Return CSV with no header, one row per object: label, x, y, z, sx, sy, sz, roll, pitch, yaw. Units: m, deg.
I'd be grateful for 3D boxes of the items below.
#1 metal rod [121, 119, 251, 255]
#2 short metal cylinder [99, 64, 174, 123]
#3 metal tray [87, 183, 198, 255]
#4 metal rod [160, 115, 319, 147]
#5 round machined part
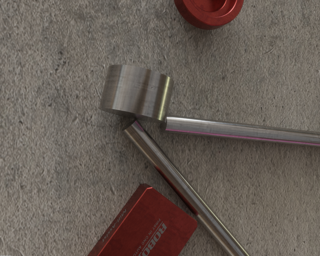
metal rod,0.053,0.109,0.429,0.025,0.025,0.300,-43,104,-15
short metal cylinder,-0.027,-0.038,0.370,0.081,0.080,0.050,13,86,-20
metal tray,-0.024,0.149,0.398,0.090,0.030,0.130,41,77,-16
metal rod,0.146,0.008,0.463,0.302,0.025,0.025,6,88,-20
round machined part,0.061,-0.182,0.423,0.099,0.042,0.097,0,90,-20
